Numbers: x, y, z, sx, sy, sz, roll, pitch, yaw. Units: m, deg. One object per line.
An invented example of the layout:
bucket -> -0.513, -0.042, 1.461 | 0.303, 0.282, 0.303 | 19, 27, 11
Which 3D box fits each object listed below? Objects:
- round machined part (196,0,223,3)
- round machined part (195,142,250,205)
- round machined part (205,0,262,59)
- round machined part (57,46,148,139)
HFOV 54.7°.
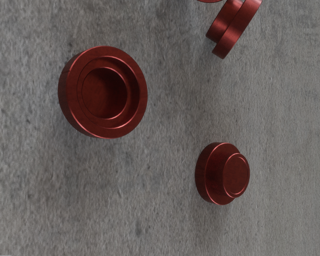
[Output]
round machined part -> 0.066, -0.216, 0.409 | 0.098, 0.098, 0.042 | 63, 34, -21
round machined part -> 0.103, 0.072, 0.483 | 0.099, 0.042, 0.097 | 0, 90, -40
round machined part -> 0.103, -0.154, 0.457 | 0.042, 0.098, 0.098 | 33, 66, 0
round machined part -> -0.065, -0.037, 0.341 | 0.099, 0.042, 0.097 | 0, 90, -40
